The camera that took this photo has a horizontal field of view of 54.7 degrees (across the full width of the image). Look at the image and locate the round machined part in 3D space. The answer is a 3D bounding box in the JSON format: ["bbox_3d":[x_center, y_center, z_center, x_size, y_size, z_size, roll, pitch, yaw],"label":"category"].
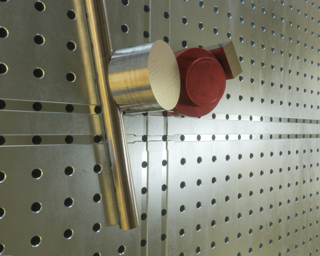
[{"bbox_3d":[0.053,-0.063,0.433,0.099,0.042,0.097,-4,98,-30],"label":"round machined part"}]

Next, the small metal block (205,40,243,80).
[{"bbox_3d":[0.090,-0.100,0.471,0.025,0.050,0.050,-39,115,-34],"label":"small metal block"}]

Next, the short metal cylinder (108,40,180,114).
[{"bbox_3d":[-0.016,-0.058,0.364,0.080,0.050,0.080,15,73,-61],"label":"short metal cylinder"}]

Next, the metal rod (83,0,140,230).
[{"bbox_3d":[-0.058,-0.027,0.362,0.025,0.025,0.298,-14,99,-40],"label":"metal rod"}]
